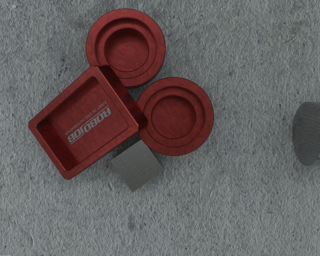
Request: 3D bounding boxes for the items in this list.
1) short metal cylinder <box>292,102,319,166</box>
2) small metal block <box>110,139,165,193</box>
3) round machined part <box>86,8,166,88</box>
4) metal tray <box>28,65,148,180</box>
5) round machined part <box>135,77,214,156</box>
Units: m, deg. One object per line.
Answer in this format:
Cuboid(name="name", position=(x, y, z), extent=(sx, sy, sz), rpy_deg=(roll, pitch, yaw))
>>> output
Cuboid(name="short metal cylinder", position=(0.207, 0.007, 0.385), extent=(0.050, 0.080, 0.079), rpy_deg=(1, 90, 0))
Cuboid(name="small metal block", position=(-0.029, 0.048, 0.410), extent=(0.050, 0.025, 0.050), rpy_deg=(-35, 90, 0))
Cuboid(name="round machined part", position=(-0.042, -0.099, 0.401), extent=(0.099, 0.042, 0.097), rpy_deg=(0, 90, -1))
Cuboid(name="metal tray", position=(-0.091, -0.005, 0.380), extent=(0.130, 0.030, 0.090), rpy_deg=(-35, 90, 23))
Cuboid(name="round machined part", position=(0.017, -0.014, 0.400), extent=(0.099, 0.042, 0.097), rpy_deg=(0, 88, -3))
